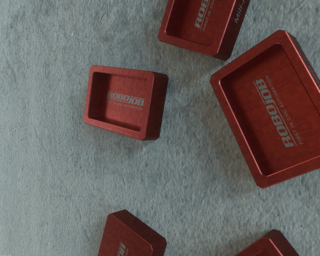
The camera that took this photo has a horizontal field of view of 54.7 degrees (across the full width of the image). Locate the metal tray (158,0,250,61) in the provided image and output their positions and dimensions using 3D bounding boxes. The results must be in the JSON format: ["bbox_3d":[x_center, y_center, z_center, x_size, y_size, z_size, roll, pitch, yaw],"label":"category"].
[{"bbox_3d":[0.056,-0.152,0.353,0.090,0.030,0.129,28,107,36],"label":"metal tray"}]

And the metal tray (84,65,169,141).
[{"bbox_3d":[-0.053,-0.039,0.442,0.130,0.030,0.089,14,99,38],"label":"metal tray"}]

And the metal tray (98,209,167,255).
[{"bbox_3d":[-0.048,0.195,0.439,0.090,0.030,0.129,25,105,37],"label":"metal tray"}]

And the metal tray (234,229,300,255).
[{"bbox_3d":[0.098,0.178,0.319,0.129,0.030,0.090,-49,61,28],"label":"metal tray"}]

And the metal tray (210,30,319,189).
[{"bbox_3d":[0.115,-0.017,0.305,0.090,0.030,0.130,-32,70,35],"label":"metal tray"}]
